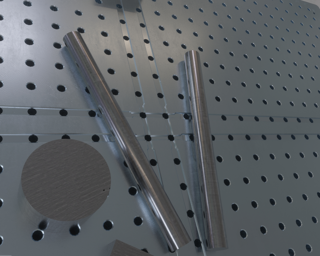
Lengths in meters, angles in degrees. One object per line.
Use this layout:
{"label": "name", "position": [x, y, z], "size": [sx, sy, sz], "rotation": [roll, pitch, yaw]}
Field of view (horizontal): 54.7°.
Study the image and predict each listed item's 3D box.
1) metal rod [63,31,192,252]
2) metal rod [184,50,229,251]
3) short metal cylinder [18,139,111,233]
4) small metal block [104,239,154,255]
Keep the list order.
{"label": "metal rod", "position": [-0.047, 0.004, 0.379], "size": [0.025, 0.025, 0.299], "rotation": [-19, 72, -35]}
{"label": "metal rod", "position": [0.059, 0.011, 0.433], "size": [0.025, 0.025, 0.299], "rotation": [11, 57, -23]}
{"label": "short metal cylinder", "position": [-0.095, 0.057, 0.306], "size": [0.081, 0.050, 0.080], "rotation": [14, 56, -21]}
{"label": "small metal block", "position": [-0.033, 0.145, 0.302], "size": [0.050, 0.025, 0.050], "rotation": [28, 52, -10]}
